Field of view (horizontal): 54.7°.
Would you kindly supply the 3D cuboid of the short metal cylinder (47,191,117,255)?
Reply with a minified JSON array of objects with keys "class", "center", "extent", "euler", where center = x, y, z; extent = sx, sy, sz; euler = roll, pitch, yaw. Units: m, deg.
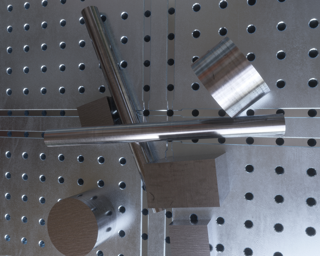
[{"class":"short metal cylinder","center":[-0.109,0.133,0.438],"extent":[0.080,0.050,0.080],"euler":[0,90,20]}]

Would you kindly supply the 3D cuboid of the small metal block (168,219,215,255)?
[{"class":"small metal block","center":[0.041,0.146,0.398],"extent":[0.050,0.025,0.050],"euler":[-7,88,19]}]

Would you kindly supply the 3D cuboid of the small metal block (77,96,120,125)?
[{"class":"small metal block","center":[-0.085,-0.013,0.443],"extent":[0.050,0.025,0.050],"euler":[-18,84,19]}]

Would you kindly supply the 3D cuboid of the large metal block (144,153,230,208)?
[{"class":"large metal block","center":[0.035,0.061,0.371],"extent":[0.080,0.080,0.050],"euler":[-6,88,20]}]

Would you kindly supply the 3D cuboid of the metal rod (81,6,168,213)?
[{"class":"metal rod","center":[-0.049,-0.031,0.429],"extent":[0.025,0.025,0.299],"euler":[-23,82,18]}]

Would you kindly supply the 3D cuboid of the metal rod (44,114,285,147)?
[{"class":"metal rod","center":[-0.003,0.004,0.391],"extent":[0.301,0.025,0.025],"euler":[-3,89,11]}]

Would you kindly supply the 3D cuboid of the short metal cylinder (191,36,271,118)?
[{"class":"short metal cylinder","center":[0.080,-0.058,0.355],"extent":[0.050,0.080,0.080],"euler":[-38,78,16]}]
